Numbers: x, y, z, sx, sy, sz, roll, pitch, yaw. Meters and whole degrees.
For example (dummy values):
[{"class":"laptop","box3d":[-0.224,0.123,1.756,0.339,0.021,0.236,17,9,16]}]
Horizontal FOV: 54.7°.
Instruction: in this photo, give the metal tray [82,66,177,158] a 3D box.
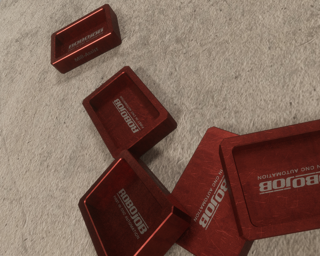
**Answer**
[{"class":"metal tray","box3d":[-0.047,-0.021,0.436,0.090,0.030,0.130,-39,51,1]}]

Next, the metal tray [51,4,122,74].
[{"class":"metal tray","box3d":[-0.139,-0.165,0.572,0.130,0.030,0.090,-23,53,13]}]

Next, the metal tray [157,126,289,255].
[{"class":"metal tray","box3d":[0.064,0.070,0.323,0.090,0.030,0.130,21,73,35]}]

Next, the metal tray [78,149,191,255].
[{"class":"metal tray","box3d":[-0.035,0.089,0.334,0.090,0.030,0.130,-49,35,-1]}]

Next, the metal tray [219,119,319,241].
[{"class":"metal tray","box3d":[0.127,0.043,0.276,0.131,0.030,0.090,-12,68,4]}]
